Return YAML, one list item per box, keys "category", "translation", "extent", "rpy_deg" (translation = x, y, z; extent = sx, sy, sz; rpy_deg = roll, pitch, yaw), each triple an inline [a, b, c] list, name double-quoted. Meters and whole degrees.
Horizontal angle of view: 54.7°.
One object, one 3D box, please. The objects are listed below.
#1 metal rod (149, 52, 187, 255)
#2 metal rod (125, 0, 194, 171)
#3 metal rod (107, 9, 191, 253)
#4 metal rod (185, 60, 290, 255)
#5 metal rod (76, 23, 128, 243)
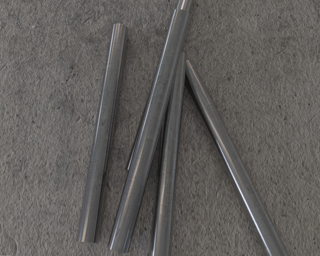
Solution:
- category: "metal rod"
  translation: [0.010, 0.045, 0.380]
  extent: [0.025, 0.025, 0.299]
  rpy_deg: [5, 74, 2]
- category: "metal rod"
  translation: [0.007, -0.080, 0.437]
  extent: [0.025, 0.025, 0.299]
  rpy_deg: [14, 70, 5]
- category: "metal rod"
  translation: [-0.009, -0.006, 0.375]
  extent: [0.025, 0.025, 0.299]
  rpy_deg: [14, 79, 5]
- category: "metal rod"
  translation: [0.091, 0.041, 0.393]
  extent: [0.025, 0.025, 0.299]
  rpy_deg: [-20, 71, -7]
- category: "metal rod"
  translation: [-0.072, -0.008, 0.410]
  extent: [0.025, 0.025, 0.299]
  rpy_deg: [5, 70, 1]
